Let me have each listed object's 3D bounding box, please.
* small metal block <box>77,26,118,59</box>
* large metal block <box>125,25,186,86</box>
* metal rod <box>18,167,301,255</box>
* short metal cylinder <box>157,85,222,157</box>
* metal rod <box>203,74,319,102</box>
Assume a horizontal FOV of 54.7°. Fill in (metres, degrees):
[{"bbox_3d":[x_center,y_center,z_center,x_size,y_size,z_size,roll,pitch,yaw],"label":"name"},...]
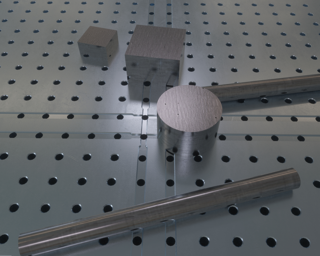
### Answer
[{"bbox_3d":[-0.105,-0.147,0.530,0.050,0.025,0.050,13,51,10],"label":"small metal block"},{"bbox_3d":[-0.005,-0.116,0.489,0.080,0.050,0.080,7,50,6],"label":"large metal block"},{"bbox_3d":[0.009,0.088,0.333,0.302,0.025,0.025,-11,51,-10],"label":"metal rod"},{"bbox_3d":[0.036,-0.010,0.400,0.081,0.050,0.080,0,50,0],"label":"short metal cylinder"},{"bbox_3d":[0.168,-0.060,0.459,0.302,0.025,0.025,-7,51,-6],"label":"metal rod"}]
